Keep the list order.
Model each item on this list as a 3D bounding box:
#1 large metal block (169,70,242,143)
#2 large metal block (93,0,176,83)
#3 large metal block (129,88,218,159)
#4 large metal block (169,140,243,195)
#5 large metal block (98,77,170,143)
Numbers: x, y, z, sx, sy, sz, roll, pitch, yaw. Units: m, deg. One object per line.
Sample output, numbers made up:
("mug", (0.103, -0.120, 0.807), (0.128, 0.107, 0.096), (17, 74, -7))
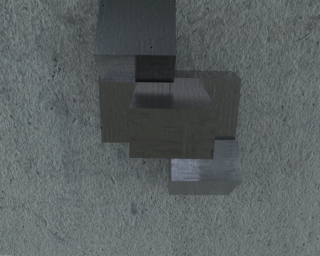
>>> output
("large metal block", (0.051, -0.028, 0.386), (0.081, 0.050, 0.079), (1, 110, -1))
("large metal block", (-0.024, -0.098, 0.339), (0.081, 0.050, 0.080), (1, 66, 0))
("large metal block", (0.011, -0.008, 0.326), (0.081, 0.080, 0.050), (1, 110, -1))
("large metal block", (0.053, 0.053, 0.395), (0.081, 0.080, 0.050), (0, 66, -1))
("large metal block", (-0.030, -0.028, 0.385), (0.081, 0.050, 0.079), (1, 110, -1))
